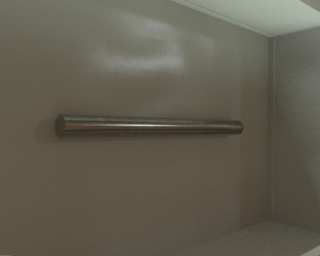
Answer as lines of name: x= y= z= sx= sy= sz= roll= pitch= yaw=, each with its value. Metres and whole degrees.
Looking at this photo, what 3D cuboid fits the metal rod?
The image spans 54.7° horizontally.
metal rod: x=0.013 y=-0.001 z=0.417 sx=0.302 sy=0.025 sz=0.025 roll=0 pitch=90 yaw=-40
